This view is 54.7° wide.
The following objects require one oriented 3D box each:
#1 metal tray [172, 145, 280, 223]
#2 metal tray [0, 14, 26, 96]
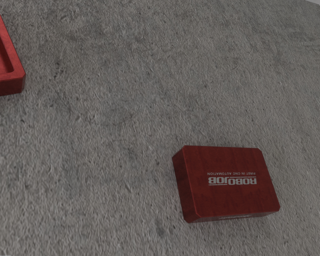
[{"bbox_3d":[0.086,0.071,0.404,0.131,0.030,0.090,4,60,-26],"label":"metal tray"},{"bbox_3d":[-0.215,-0.092,0.340,0.091,0.030,0.130,-17,71,-35],"label":"metal tray"}]
